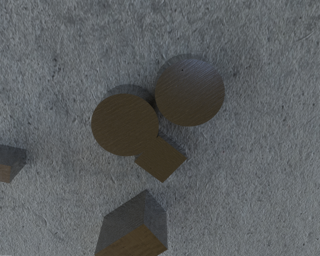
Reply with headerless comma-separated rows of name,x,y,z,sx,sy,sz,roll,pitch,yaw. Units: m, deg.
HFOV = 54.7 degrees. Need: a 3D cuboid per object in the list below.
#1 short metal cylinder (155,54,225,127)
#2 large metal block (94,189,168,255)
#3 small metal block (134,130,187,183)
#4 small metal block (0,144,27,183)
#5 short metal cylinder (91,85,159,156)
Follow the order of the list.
short metal cylinder,0.034,-0.048,0.379,0.081,0.050,0.079,0,110,-1
large metal block,-0.037,0.145,0.433,0.080,0.080,0.050,-35,107,11
small metal block,0.001,0.039,0.424,0.050,0.025,0.050,39,105,-14
small metal block,-0.213,0.045,0.410,0.050,0.050,0.025,13,110,-5
short metal cylinder,-0.042,-0.011,0.392,0.081,0.050,0.079,0,110,-1
